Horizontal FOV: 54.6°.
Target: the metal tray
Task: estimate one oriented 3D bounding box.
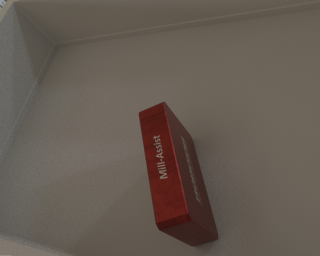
[{"bbox_3d":[0.019,0.048,0.325,0.030,0.090,0.130,-22,53,15],"label":"metal tray"}]
